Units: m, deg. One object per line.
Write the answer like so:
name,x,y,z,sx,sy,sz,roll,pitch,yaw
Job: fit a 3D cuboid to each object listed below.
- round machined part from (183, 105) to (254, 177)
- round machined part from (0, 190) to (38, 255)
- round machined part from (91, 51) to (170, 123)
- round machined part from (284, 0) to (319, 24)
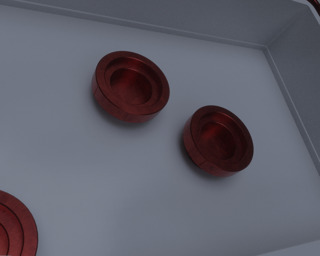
round machined part,0.074,0.021,0.422,0.099,0.042,0.098,14,56,-21
round machined part,-0.152,0.100,0.245,0.099,0.042,0.098,16,46,-17
round machined part,-0.041,-0.049,0.402,0.099,0.042,0.098,14,56,-21
round machined part,0.349,-0.297,0.766,0.099,0.042,0.098,14,56,-21
